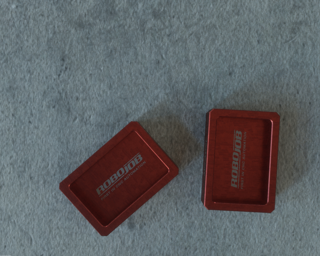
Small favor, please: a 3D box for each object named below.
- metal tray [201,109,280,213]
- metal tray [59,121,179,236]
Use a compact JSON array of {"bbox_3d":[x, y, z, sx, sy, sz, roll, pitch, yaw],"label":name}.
[{"bbox_3d":[0.105,0.042,0.408,0.091,0.030,0.129,3,90,-1],"label":"metal tray"},{"bbox_3d":[-0.052,0.064,0.406,0.130,0.030,0.090,-41,91,-1],"label":"metal tray"}]
